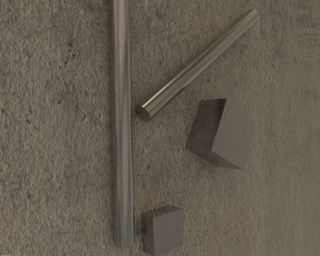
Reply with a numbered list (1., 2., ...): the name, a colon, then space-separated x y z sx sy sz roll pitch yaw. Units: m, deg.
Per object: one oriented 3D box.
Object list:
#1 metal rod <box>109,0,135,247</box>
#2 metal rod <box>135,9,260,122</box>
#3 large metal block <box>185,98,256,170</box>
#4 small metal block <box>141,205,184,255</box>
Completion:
1. metal rod: -0.045 -0.011 0.368 0.025 0.025 0.298 -2 91 -40
2. metal rod: 0.071 -0.107 0.466 0.301 0.025 0.025 -44 117 -31
3. large metal block: 0.094 0.010 0.470 0.080 0.050 0.080 31 71 -36
4. small metal block: 0.003 0.135 0.410 0.050 0.025 0.050 -5 94 -40
